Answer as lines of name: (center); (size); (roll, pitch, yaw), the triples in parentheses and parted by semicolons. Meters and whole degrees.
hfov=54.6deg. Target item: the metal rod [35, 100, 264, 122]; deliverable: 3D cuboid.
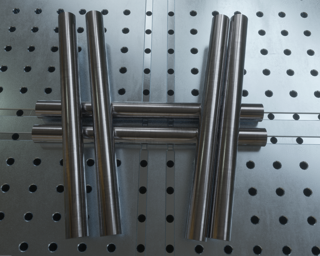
metal rod: (-0.014, -0.023, 0.421); (0.302, 0.025, 0.025); (1, 70, 0)

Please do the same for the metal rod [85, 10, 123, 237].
metal rod: (-0.074, -0.021, 0.393); (0.025, 0.025, 0.299); (-7, 70, -3)

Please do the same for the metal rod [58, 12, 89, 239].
metal rod: (-0.112, -0.018, 0.392); (0.025, 0.025, 0.299); (-8, 70, -3)

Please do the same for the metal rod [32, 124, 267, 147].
metal rod: (-0.013, 0.010, 0.409); (0.302, 0.025, 0.025); (1, 70, 0)

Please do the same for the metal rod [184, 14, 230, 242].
metal rod: (0.063, -0.015, 0.392); (0.025, 0.025, 0.299); (9, 70, 3)

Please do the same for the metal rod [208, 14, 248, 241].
metal rod: (0.089, -0.016, 0.392); (0.025, 0.025, 0.299); (9, 70, 3)
